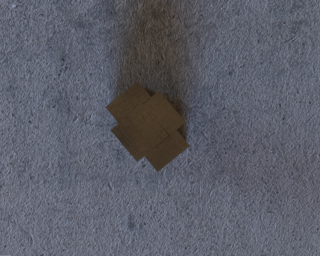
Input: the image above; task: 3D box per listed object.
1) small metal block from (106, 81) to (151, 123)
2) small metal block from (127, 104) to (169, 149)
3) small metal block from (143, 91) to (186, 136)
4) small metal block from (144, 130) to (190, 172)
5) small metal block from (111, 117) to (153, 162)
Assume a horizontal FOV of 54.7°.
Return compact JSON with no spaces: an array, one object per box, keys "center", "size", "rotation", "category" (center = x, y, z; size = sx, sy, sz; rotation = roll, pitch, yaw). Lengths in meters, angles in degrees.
[{"center":[-0.038,-0.031,0.398],"size":[0.050,0.050,0.025],"rotation":[-39,90,0],"category":"small metal block"},{"center":[-0.014,-0.002,0.398],"size":[0.025,0.050,0.050],"rotation":[-40,91,0],"category":"small metal block"},{"center":[0.005,-0.018,0.398],"size":[0.025,0.050,0.050],"rotation":[-41,91,0],"category":"small metal block"},{"center":[0.009,0.028,0.398],"size":[0.050,0.050,0.025],"rotation":[-39,90,0],"category":"small metal block"},{"center":[-0.034,0.014,0.398],"size":[0.025,0.050,0.050],"rotation":[-40,91,0],"category":"small metal block"}]
